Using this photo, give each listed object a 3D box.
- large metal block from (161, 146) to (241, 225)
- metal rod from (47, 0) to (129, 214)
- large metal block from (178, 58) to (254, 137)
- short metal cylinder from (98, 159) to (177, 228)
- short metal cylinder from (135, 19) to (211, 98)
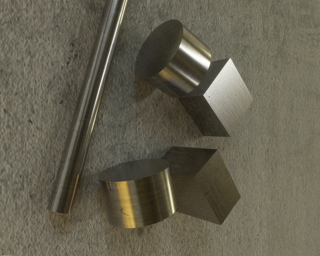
[{"bbox_3d":[0.047,0.072,0.408,0.050,0.080,0.080,-44,117,-31],"label":"large metal block"},{"bbox_3d":[-0.070,-0.058,0.345,0.025,0.025,0.299,21,77,-38],"label":"metal rod"},{"bbox_3d":[0.084,-0.043,0.459,0.080,0.050,0.080,52,60,-28],"label":"large metal block"},{"bbox_3d":[-0.024,0.070,0.349,0.081,0.080,0.050,-16,101,-39],"label":"short metal cylinder"},{"bbox_3d":[0.015,-0.084,0.381,0.050,0.080,0.080,29,72,-37],"label":"short metal cylinder"}]
